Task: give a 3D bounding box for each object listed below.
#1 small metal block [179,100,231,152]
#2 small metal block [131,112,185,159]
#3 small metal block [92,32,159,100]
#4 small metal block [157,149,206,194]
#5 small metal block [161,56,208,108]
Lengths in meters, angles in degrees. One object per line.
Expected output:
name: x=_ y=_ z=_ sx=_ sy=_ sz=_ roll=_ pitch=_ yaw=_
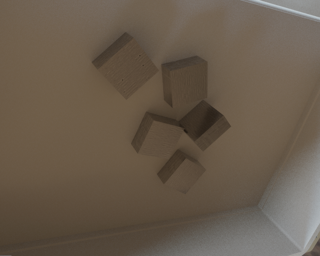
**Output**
small metal block: x=0.059 y=-0.004 z=0.422 sx=0.050 sy=0.050 sz=0.025 roll=-42 pitch=129 yaw=1
small metal block: x=-0.003 y=0.011 z=0.414 sx=0.050 sy=0.025 sz=0.050 roll=14 pitch=111 yaw=-34
small metal block: x=-0.038 y=-0.069 z=0.345 sx=0.050 sy=0.025 sz=0.050 roll=-42 pitch=130 yaw=0
small metal block: x=0.033 y=0.067 z=0.468 sx=0.050 sy=0.025 sz=0.050 roll=32 pitch=100 yaw=-38
small metal block: x=0.031 y=-0.058 z=0.390 sx=0.050 sy=0.025 sz=0.050 roll=-18 pitch=126 yaw=-18
